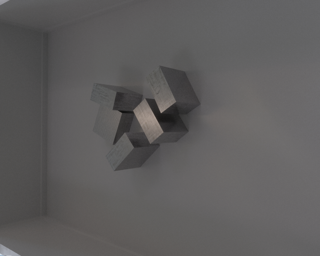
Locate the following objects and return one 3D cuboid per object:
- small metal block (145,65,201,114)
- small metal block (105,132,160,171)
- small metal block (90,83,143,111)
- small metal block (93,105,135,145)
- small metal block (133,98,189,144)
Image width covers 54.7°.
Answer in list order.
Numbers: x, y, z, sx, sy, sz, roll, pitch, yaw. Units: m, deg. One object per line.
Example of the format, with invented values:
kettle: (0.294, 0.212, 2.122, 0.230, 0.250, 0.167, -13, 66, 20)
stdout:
small metal block: (0.016, -0.045, 0.377, 0.025, 0.050, 0.050, -36, 68, 34)
small metal block: (-0.037, 0.031, 0.421, 0.050, 0.050, 0.025, -49, 61, 29)
small metal block: (-0.062, -0.044, 0.442, 0.050, 0.050, 0.025, 24, 105, 37)
small metal block: (-0.070, -0.008, 0.465, 0.050, 0.025, 0.050, 29, 108, 36)
small metal block: (0.001, -0.009, 0.389, 0.025, 0.050, 0.050, -43, 64, 32)
